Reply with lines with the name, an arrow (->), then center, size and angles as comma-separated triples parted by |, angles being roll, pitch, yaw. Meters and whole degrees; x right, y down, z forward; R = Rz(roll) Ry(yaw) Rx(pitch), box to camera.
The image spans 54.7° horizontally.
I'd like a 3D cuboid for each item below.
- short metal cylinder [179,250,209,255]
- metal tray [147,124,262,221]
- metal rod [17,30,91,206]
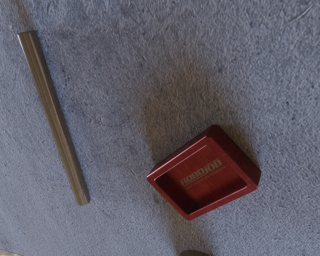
short metal cylinder -> 0.058, 0.252, 0.514 | 0.080, 0.050, 0.079 | 13, 124, 20
metal tray -> 0.054, 0.064, 0.413 | 0.090, 0.030, 0.129 | 46, 129, -5
metal rod -> -0.159, 0.001, 0.488 | 0.025, 0.025, 0.298 | 5, 121, 25
